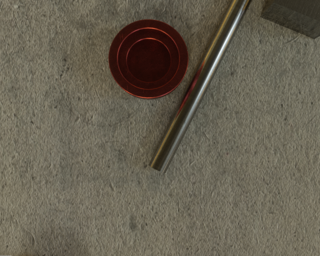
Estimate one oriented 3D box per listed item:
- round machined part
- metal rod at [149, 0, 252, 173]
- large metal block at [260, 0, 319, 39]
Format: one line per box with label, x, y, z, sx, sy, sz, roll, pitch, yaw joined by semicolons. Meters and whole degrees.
round machined part;-0.014;-0.085;0.401;0.099;0.042;0.097;0;90;0
metal rod;0.063;-0.080;0.410;0.025;0.025;0.299;27;90;0
large metal block;0.190;-0.173;0.399;0.080;0.050;0.080;22;90;0
